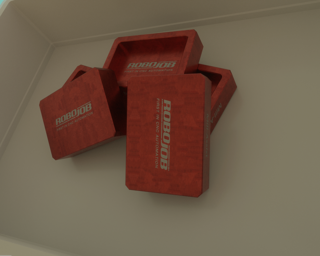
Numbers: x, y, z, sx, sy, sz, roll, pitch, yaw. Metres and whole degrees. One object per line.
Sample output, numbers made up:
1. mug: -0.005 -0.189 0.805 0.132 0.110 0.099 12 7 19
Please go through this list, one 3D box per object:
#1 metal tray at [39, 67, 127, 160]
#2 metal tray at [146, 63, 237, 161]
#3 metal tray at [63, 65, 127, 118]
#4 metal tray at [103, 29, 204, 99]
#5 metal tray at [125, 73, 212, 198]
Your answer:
1. metal tray: -0.106 -0.016 0.420 0.130 0.030 0.090 -21 82 34
2. metal tray: 0.029 -0.023 0.398 0.090 0.030 0.130 21 73 35
3. metal tray: -0.102 -0.043 0.476 0.130 0.030 0.090 21 73 35
4. metal tray: -0.015 -0.084 0.420 0.130 0.030 0.090 4 63 29
5. metal tray: 0.009 0.007 0.349 0.090 0.030 0.129 2 91 22
